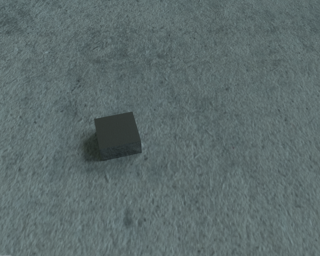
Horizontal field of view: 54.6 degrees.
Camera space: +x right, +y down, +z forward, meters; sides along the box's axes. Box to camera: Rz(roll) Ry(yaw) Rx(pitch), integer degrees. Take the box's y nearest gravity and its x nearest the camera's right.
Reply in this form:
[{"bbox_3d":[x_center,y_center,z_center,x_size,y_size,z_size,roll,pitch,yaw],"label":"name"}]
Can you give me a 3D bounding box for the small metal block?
[{"bbox_3d":[-0.054,0.010,0.395,0.050,0.025,0.050,-12,51,-10],"label":"small metal block"}]
